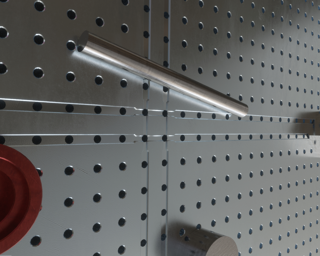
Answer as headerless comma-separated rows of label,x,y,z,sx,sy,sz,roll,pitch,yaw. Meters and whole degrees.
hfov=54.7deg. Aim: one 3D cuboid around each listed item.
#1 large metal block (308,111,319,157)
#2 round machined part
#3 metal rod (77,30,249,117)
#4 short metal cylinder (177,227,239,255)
large metal block,0.403,0.016,0.736,0.080,0.050,0.080,52,60,-28
round machined part,-0.158,0.060,0.266,0.099,0.042,0.097,0,90,-40
metal rod,0.028,-0.063,0.434,0.302,0.025,0.025,16,80,-39
short metal cylinder,0.070,0.193,0.455,0.081,0.050,0.079,0,90,-40
